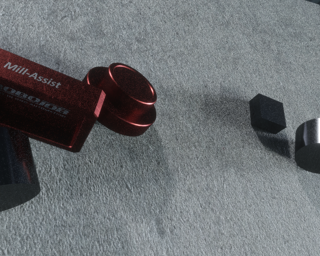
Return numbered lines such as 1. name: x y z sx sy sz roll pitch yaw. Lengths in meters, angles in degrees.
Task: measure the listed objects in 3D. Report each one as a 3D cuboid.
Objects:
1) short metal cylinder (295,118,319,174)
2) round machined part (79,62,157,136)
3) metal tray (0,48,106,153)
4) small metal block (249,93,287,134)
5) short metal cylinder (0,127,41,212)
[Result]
1. short metal cylinder: 0.257 0.030 0.489 0.080 0.080 0.050 29 52 -10
2. round machined part: -0.043 -0.040 0.373 0.098 0.042 0.098 32 30 -21
3. metal tray: -0.130 -0.026 0.307 0.131 0.090 0.030 21 54 -16
4. small metal block: 0.178 -0.023 0.514 0.050 0.025 0.050 19 54 -18
5. short metal cylinder: -0.149 0.040 0.264 0.081 0.080 0.050 -9 67 -32
